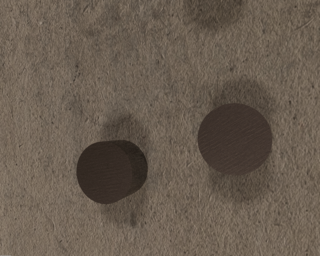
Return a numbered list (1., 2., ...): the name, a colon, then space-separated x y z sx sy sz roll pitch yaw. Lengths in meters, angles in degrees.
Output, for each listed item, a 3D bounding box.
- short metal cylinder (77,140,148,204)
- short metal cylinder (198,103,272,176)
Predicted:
1. short metal cylinder: -0.063 0.057 0.417 0.080 0.050 0.079 0 90 19
2. short metal cylinder: 0.089 0.012 0.364 0.080 0.050 0.079 0 90 19
